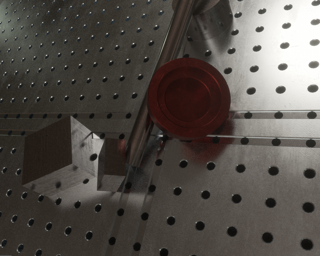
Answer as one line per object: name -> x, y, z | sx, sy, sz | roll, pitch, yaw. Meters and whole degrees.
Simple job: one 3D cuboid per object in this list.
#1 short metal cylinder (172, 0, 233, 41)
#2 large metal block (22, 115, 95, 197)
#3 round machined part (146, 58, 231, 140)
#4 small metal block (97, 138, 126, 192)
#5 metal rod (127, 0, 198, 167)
short metal cylinder -> 0.065, -0.179, 0.467 | 0.080, 0.050, 0.080 | -13, 56, 20
large metal block -> -0.143, 0.041, 0.440 | 0.080, 0.050, 0.080 | -24, 53, 13
round machined part -> 0.032, -0.033, 0.380 | 0.099, 0.042, 0.098 | 2, 78, -7
small metal block -> -0.062, 0.047, 0.392 | 0.025, 0.050, 0.050 | 8, 55, -18
metal rod -> 0.010, -0.093, 0.416 | 0.025, 0.025, 0.299 | 15, 82, 34
